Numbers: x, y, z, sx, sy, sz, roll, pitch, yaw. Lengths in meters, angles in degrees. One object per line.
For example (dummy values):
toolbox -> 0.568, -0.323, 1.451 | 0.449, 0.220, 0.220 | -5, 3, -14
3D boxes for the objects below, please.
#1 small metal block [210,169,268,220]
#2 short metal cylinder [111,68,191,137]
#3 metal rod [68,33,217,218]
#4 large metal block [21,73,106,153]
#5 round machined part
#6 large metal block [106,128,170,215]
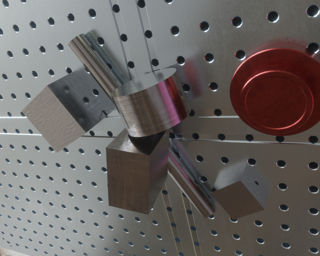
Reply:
small metal block -> 0.105, 0.089, 0.411 | 0.050, 0.025, 0.050 | -35, 99, 38
short metal cylinder -> -0.010, -0.031, 0.362 | 0.080, 0.080, 0.050 | -9, 114, 32
metal rod -> -0.018, 0.004, 0.423 | 0.025, 0.025, 0.300 | -30, 102, 38
large metal block -> -0.141, -0.021, 0.457 | 0.080, 0.050, 0.080 | -30, 102, 37
round machined part -> 0.120, -0.033, 0.317 | 0.098, 0.042, 0.097 | 13, 124, 21
large metal block -> -0.024, 0.045, 0.382 | 0.050, 0.080, 0.079 | 9, 116, 14
